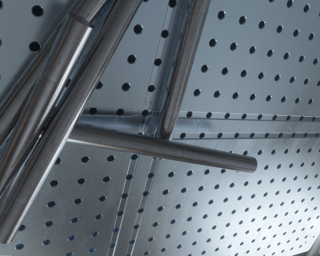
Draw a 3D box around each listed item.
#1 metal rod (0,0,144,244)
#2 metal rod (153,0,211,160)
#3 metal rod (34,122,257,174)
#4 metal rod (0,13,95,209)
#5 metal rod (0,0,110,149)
[{"bbox_3d":[-0.096,-0.015,0.320,0.025,0.025,0.299,27,94,-38],"label":"metal rod"},{"bbox_3d":[0.031,-0.093,0.371,0.025,0.025,0.298,0,119,-29],"label":"metal rod"},{"bbox_3d":[0.000,0.026,0.398,0.302,0.025,0.025,12,113,-24],"label":"metal rod"},{"bbox_3d":[-0.147,0.022,0.322,0.025,0.025,0.298,19,115,-36],"label":"metal rod"},{"bbox_3d":[-0.106,-0.073,0.308,0.025,0.025,0.299,33,100,-39],"label":"metal rod"}]
